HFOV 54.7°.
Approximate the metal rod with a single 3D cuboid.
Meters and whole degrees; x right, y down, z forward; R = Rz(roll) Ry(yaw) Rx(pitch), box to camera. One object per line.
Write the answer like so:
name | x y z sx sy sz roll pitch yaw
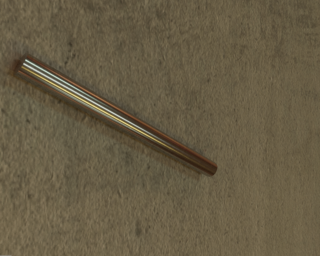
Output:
metal rod | -0.028 0.001 0.383 0.301 0.025 0.025 31 71 -36
